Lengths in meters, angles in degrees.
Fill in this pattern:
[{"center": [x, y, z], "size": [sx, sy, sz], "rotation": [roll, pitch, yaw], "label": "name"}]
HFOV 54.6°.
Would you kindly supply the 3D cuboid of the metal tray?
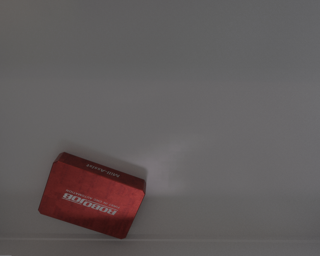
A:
[{"center": [-0.096, 0.098, 0.444], "size": [0.131, 0.030, 0.089], "rotation": [21, 109, -8], "label": "metal tray"}]
